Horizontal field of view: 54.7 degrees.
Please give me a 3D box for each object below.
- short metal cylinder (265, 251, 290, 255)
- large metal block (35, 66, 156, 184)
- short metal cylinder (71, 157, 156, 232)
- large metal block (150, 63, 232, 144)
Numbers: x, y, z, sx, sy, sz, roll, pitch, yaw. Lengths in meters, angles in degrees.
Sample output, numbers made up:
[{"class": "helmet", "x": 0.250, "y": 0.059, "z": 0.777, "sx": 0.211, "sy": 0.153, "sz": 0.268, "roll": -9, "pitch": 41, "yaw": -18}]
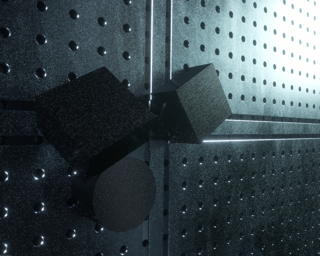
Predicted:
[{"class": "short metal cylinder", "x": 0.213, "y": 0.269, "z": 0.553, "sx": 0.050, "sy": 0.080, "sz": 0.080, "roll": -29, "pitch": 108, "yaw": -36}, {"class": "large metal block", "x": -0.065, "y": -0.006, "z": 0.312, "sx": 0.080, "sy": 0.050, "sz": 0.081, "roll": 45, "pitch": 54, "yaw": 16}, {"class": "short metal cylinder", "x": -0.051, "y": 0.071, "z": 0.350, "sx": 0.081, "sy": 0.050, "sz": 0.080, "roll": 0, "pitch": 90, "yaw": -40}, {"class": "large metal block", "x": 0.046, "y": -0.034, "z": 0.431, "sx": 0.080, "sy": 0.050, "sz": 0.080, "roll": -40, "pitch": 114, "yaw": -33}]
